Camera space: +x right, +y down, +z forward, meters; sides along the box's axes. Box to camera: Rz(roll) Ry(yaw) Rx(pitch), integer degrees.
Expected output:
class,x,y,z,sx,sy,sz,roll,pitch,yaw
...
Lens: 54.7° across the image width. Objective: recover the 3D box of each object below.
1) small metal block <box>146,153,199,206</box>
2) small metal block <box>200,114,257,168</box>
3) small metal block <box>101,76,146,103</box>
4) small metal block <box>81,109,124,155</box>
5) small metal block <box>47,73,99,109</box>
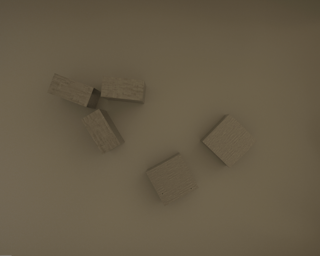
class,x,y,z,sx,sy,sz,roll,pitch,yaw
small metal block,0.016,0.067,0.411,0.050,0.025,0.050,-28,90,0
small metal block,0.090,0.017,0.412,0.050,0.025,0.050,44,90,0
small metal block,-0.045,-0.048,0.398,0.050,0.050,0.025,6,90,0
small metal block,-0.071,0.004,0.398,0.025,0.050,0.050,-31,90,0
small metal block,-0.108,-0.046,0.398,0.050,0.050,0.025,20,90,0
